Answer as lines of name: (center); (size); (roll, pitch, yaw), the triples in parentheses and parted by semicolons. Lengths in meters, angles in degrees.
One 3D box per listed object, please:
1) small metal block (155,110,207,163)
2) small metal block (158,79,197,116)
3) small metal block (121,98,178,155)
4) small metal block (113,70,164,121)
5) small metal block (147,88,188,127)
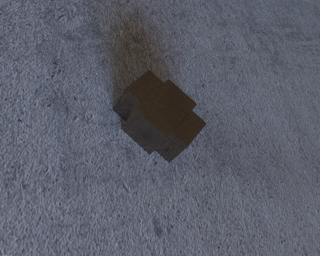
small metal block: (0.026, 0.011, 0.397); (0.025, 0.050, 0.050); (43, 51, 1)
small metal block: (0.013, -0.029, 0.415); (0.050, 0.050, 0.025); (42, 51, 0)
small metal block: (-0.014, -0.001, 0.383); (0.050, 0.050, 0.025); (43, 51, 0)
small metal block: (-0.028, -0.041, 0.399); (0.025, 0.050, 0.050); (43, 51, 1)
small metal block: (-0.001, -0.015, 0.399); (0.050, 0.050, 0.025); (43, 51, 0)
